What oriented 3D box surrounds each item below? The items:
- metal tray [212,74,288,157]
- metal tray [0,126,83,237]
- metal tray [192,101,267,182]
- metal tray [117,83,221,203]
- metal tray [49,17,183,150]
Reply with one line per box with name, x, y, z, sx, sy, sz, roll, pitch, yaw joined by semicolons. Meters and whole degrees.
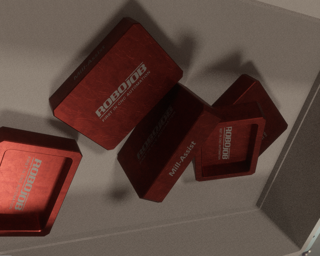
metal tray;0.134;-0.009;0.476;0.090;0.030;0.130;-46;130;4
metal tray;-0.157;0.068;0.361;0.091;0.030;0.129;14;111;-35
metal tray;0.091;0.024;0.433;0.091;0.030;0.129;-8;139;2
metal tray;0.005;0.013;0.379;0.030;0.090;0.129;25;105;-37
metal tray;-0.047;-0.046;0.352;0.130;0.030;0.090;-46;130;4
